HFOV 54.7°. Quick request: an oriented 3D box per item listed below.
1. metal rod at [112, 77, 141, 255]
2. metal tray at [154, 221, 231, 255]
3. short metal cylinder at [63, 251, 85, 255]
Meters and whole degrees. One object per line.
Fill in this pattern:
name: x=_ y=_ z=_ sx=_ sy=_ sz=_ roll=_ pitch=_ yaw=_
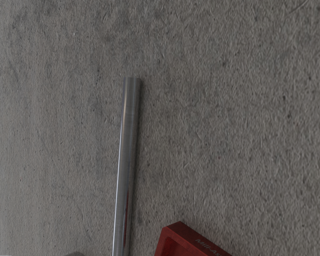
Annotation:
metal rod: x=-0.050 y=0.078 z=0.446 sx=0.025 sy=0.025 sz=0.298 roll=7 pitch=95 yaw=40
metal tray: x=0.049 y=0.182 z=0.361 sx=0.130 sy=0.030 sz=0.089 roll=25 pitch=105 yaw=37
short metal cylinder: x=-0.155 y=0.255 z=0.517 sx=0.080 sy=0.050 sz=0.079 roll=0 pitch=90 yaw=40
